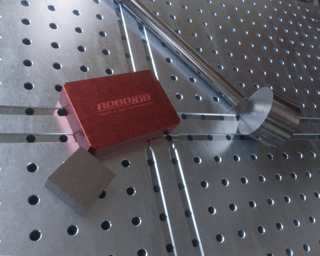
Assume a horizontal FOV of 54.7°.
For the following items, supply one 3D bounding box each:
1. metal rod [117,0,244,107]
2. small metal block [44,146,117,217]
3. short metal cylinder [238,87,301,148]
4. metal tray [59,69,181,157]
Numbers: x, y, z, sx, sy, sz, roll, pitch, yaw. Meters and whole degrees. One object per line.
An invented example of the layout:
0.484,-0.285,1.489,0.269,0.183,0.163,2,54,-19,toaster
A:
0.019,-0.145,0.508,0.300,0.025,0.025,43,51,1,metal rod
-0.084,0.056,0.330,0.050,0.025,0.050,40,51,-1,small metal block
0.165,-0.016,0.474,0.050,0.080,0.080,25,53,-14,short metal cylinder
-0.048,-0.023,0.394,0.131,0.030,0.090,-17,71,-35,metal tray
